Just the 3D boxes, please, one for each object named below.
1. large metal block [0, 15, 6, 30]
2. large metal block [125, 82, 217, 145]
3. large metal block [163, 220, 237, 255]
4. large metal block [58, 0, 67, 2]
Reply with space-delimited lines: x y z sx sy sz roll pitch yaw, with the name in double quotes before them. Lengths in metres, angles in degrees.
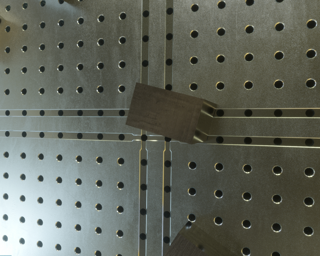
"large metal block" -0.318 -0.173 0.509 0.080 0.050 0.080 40 102 15
"large metal block" 0.017 -0.017 0.377 0.080 0.080 0.050 16 96 19
"large metal block" 0.042 0.178 0.384 0.080 0.050 0.080 33 101 16
"large metal block" -0.176 -0.243 0.460 0.080 0.050 0.080 19 96 18
